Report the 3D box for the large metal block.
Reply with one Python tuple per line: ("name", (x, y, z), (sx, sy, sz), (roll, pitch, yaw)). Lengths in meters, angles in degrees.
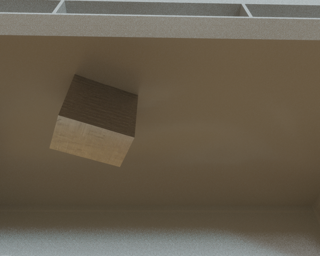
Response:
("large metal block", (-0.074, -0.010, 0.364), (0.081, 0.080, 0.050), (17, 128, -15))
